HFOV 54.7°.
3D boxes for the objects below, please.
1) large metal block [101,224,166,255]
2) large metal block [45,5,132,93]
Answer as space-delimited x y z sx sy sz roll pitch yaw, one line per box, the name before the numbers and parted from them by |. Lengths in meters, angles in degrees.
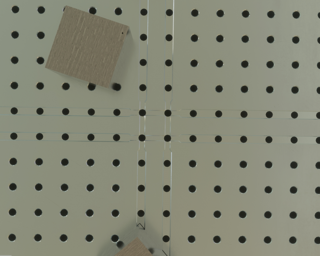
large metal block | -0.033 0.188 0.401 0.080 0.050 0.080 -40 91 0
large metal block | -0.088 -0.098 0.400 0.080 0.050 0.080 18 90 -1
